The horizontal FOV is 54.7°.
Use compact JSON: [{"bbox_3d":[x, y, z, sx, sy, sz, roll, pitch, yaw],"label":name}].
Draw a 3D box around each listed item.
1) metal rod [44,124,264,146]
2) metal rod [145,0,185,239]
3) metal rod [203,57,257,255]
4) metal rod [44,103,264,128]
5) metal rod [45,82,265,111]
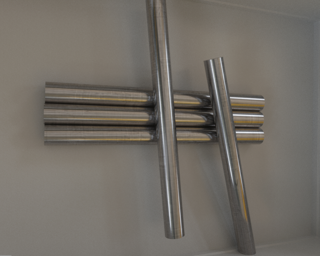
[{"bbox_3d":[0.007,0.010,0.413,0.303,0.025,0.025,1,90,-21],"label":"metal rod"},{"bbox_3d":[0.007,-0.013,0.386,0.025,0.025,0.298,-5,92,-20],"label":"metal rod"},{"bbox_3d":[0.100,0.054,0.426,0.025,0.025,0.298,-17,103,-20],"label":"metal rod"},{"bbox_3d":[0.007,-0.015,0.413,0.303,0.025,0.025,1,90,-21],"label":"metal rod"},{"bbox_3d":[0.008,-0.040,0.413,0.303,0.025,0.025,1,90,-21],"label":"metal rod"}]
